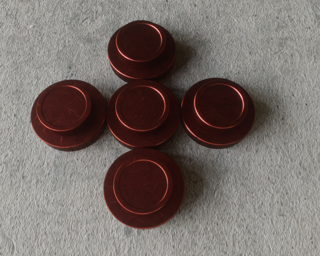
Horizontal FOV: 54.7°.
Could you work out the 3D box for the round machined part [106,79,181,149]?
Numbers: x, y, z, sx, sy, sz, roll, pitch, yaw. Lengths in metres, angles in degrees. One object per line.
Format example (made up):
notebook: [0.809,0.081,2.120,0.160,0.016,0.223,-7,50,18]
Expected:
round machined part: [-0.022,-0.021,0.408,0.099,0.042,0.098,0,70,-1]

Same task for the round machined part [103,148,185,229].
round machined part: [-0.019,0.071,0.374,0.099,0.042,0.098,0,70,-1]

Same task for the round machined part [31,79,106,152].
round machined part: [-0.120,-0.021,0.407,0.099,0.042,0.098,0,70,-1]

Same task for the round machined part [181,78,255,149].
round machined part: [0.077,-0.024,0.410,0.099,0.042,0.098,0,70,-1]

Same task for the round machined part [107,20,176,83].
round machined part: [-0.026,-0.113,0.442,0.099,0.042,0.098,0,70,-1]
